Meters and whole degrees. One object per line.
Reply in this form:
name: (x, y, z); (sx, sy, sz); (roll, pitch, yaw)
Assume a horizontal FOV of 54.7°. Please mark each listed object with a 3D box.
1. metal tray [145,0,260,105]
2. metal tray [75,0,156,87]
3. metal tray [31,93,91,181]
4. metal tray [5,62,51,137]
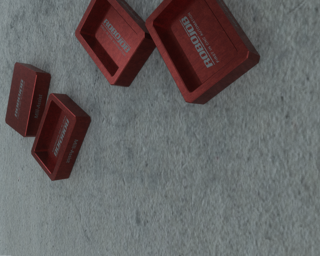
metal tray: (0.044, -0.104, 0.363); (0.090, 0.030, 0.130); (-39, 67, 33)
metal tray: (-0.068, -0.134, 0.455); (0.090, 0.030, 0.130); (-52, 60, 27)
metal tray: (-0.177, 0.015, 0.544); (0.090, 0.030, 0.129); (39, 113, 33)
metal tray: (-0.264, -0.057, 0.616); (0.090, 0.030, 0.129); (26, 106, 36)
